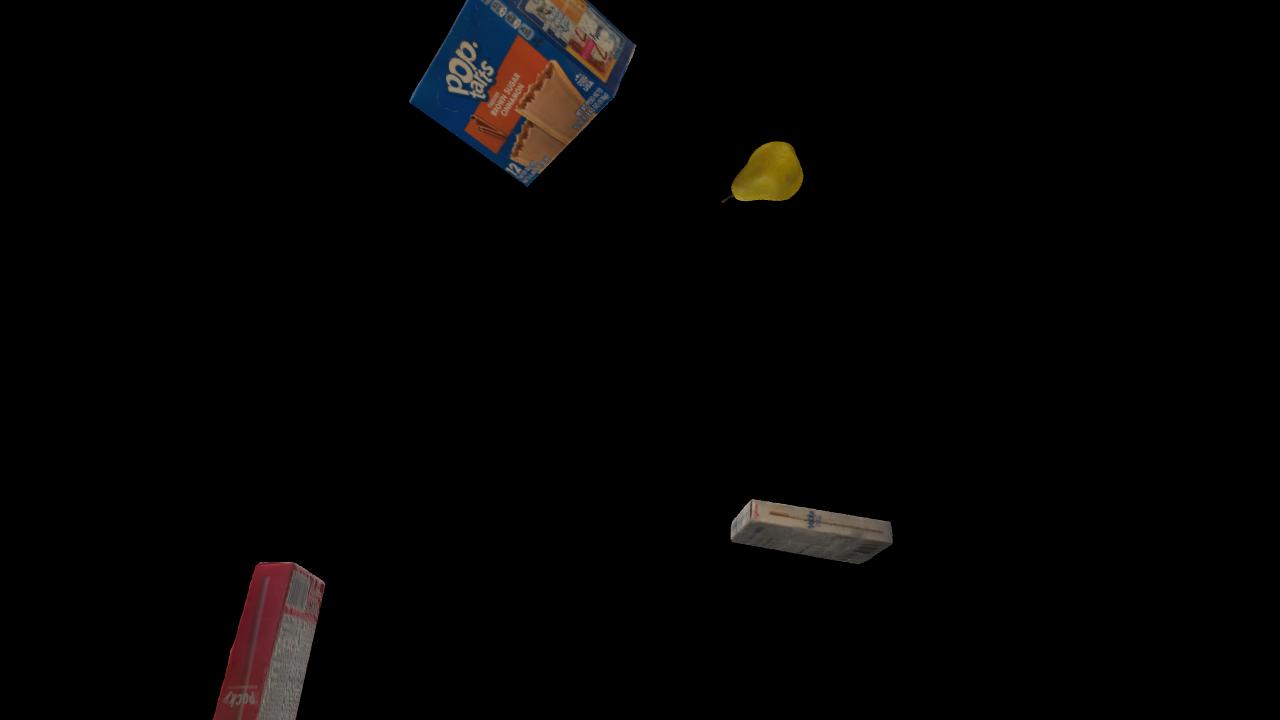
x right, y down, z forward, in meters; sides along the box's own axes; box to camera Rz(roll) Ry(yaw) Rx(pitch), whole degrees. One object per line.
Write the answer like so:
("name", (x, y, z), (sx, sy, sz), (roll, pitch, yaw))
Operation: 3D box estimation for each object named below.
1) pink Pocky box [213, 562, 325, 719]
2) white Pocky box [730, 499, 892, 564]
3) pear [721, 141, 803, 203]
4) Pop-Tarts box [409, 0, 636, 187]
("pink Pocky box", (-0.269, 0.232, 0.442), (0.029, 0.155, 0.084), (3, -30, -8))
("white Pocky box", (0.184, 0.189, 0.673), (0.154, 0.028, 0.084), (10, -32, -2))
("pear", (0.160, -0.242, 0.827), (0.111, 0.080, 0.080), (-19, -6, 17))
("Pop-Tarts box", (-0.115, -0.273, 0.589), (0.141, 0.083, 0.167), (33, -35, -27))
